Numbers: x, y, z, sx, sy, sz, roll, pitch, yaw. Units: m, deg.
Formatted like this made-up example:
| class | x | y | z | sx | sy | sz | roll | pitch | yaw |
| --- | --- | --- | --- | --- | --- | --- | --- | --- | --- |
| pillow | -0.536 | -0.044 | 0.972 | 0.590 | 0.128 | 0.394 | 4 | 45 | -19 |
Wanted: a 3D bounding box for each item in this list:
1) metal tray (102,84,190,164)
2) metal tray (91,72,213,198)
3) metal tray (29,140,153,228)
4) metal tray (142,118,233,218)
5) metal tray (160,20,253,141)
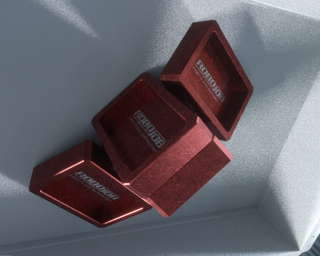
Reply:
| class | x | y | z | sx | sy | sz | roll | pitch | yaw |
| --- | --- | --- | --- | --- | --- | --- | --- | --- | --- |
| metal tray | 0.000 | 0.014 | 0.413 | 0.130 | 0.030 | 0.090 | -43 | 130 | 1 |
| metal tray | -0.016 | 0.000 | 0.329 | 0.090 | 0.130 | 0.030 | -42 | 129 | 1 |
| metal tray | -0.080 | 0.076 | 0.385 | 0.090 | 0.030 | 0.130 | -27 | 133 | 19 |
| metal tray | 0.017 | 0.035 | 0.355 | 0.090 | 0.130 | 0.030 | -42 | 106 | 0 |
| metal tray | 0.065 | -0.054 | 0.384 | 0.130 | 0.030 | 0.090 | 46 | 66 | -39 |
